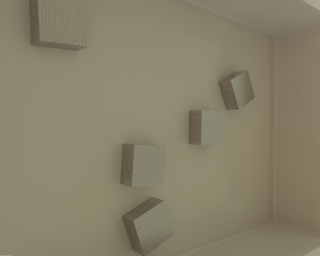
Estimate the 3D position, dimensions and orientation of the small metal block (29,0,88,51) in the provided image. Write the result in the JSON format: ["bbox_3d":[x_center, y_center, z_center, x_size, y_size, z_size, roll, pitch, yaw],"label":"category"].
[{"bbox_3d":[-0.104,-0.109,0.319,0.050,0.025,0.050,-4,93,-40],"label":"small metal block"}]

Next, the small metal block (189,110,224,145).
[{"bbox_3d":[0.070,-0.001,0.465,0.050,0.025,0.050,1,89,-40],"label":"small metal block"}]

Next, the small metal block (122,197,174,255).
[{"bbox_3d":[-0.015,0.124,0.394,0.050,0.025,0.050,-25,106,-37],"label":"small metal block"}]

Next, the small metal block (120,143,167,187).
[{"bbox_3d":[-0.020,0.046,0.389,0.050,0.025,0.050,5,87,-40],"label":"small metal block"}]

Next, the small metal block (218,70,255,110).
[{"bbox_3d":[0.128,-0.063,0.513,0.050,0.025,0.050,-32,110,-35],"label":"small metal block"}]
